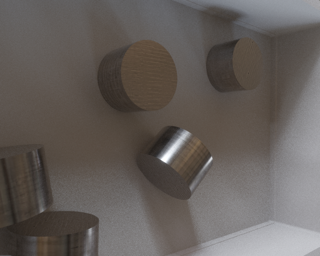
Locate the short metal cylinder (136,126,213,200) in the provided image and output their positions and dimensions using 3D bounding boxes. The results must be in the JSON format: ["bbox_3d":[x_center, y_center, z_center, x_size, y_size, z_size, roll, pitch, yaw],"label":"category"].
[{"bbox_3d":[0.018,0.044,0.386,0.050,0.080,0.080,-49,119,-29],"label":"short metal cylinder"}]

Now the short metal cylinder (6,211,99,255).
[{"bbox_3d":[-0.098,0.113,0.288,0.081,0.080,0.050,2,89,-40],"label":"short metal cylinder"}]

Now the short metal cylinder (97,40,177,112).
[{"bbox_3d":[-0.026,-0.059,0.368,0.081,0.050,0.080,0,90,-40],"label":"short metal cylinder"}]

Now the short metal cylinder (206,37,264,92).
[{"bbox_3d":[0.119,-0.098,0.490,0.081,0.050,0.080,0,90,-40],"label":"short metal cylinder"}]

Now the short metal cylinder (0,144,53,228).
[{"bbox_3d":[-0.135,0.046,0.258,0.081,0.080,0.050,-12,98,-39],"label":"short metal cylinder"}]
